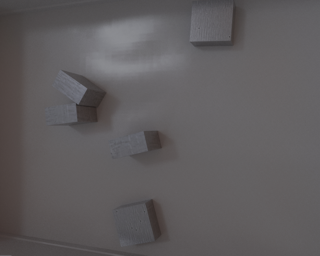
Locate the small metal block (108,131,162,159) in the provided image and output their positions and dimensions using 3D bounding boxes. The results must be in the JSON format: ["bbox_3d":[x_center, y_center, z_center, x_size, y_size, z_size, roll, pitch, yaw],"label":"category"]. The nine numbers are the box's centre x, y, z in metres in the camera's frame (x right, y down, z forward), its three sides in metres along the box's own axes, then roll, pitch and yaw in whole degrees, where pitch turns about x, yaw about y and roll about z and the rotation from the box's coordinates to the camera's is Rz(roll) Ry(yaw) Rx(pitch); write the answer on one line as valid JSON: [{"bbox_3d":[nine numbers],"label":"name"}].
[{"bbox_3d":[-0.032,0.022,0.407,0.050,0.050,0.025,-14,85,19],"label":"small metal block"}]

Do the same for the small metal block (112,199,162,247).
[{"bbox_3d":[-0.031,0.128,0.421,0.050,0.025,0.050,-17,85,19],"label":"small metal block"}]

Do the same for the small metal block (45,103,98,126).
[{"bbox_3d":[-0.125,-0.018,0.440,0.050,0.050,0.025,-6,88,19],"label":"small metal block"}]

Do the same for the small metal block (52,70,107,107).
[{"bbox_3d":[-0.112,-0.055,0.435,0.050,0.050,0.025,35,101,16],"label":"small metal block"}]

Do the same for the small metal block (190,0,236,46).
[{"bbox_3d":[0.066,-0.130,0.387,0.050,0.025,0.050,4,91,19],"label":"small metal block"}]
